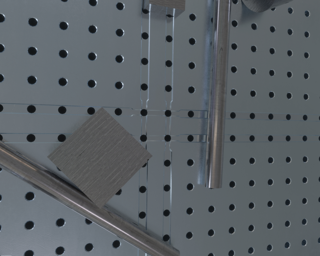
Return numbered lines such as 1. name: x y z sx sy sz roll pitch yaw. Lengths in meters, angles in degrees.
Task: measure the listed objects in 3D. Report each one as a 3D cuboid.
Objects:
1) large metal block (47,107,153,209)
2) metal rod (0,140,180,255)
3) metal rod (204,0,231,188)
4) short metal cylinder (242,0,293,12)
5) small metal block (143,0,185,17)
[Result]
1. large metal block: -0.068 0.036 0.364 0.080 0.050 0.080 44 76 2
2. metal rod: -0.097 0.090 0.377 0.301 0.025 0.025 37 78 -17
3. metal rod: 0.084 -0.065 0.443 0.025 0.025 0.298 4 89 -20
4. short metal cylinder: 0.156 -0.212 0.441 0.050 0.080 0.080 -25 99 -18
5. small metal block: 0.007 -0.182 0.415 0.050 0.025 0.050 3 89 -20
